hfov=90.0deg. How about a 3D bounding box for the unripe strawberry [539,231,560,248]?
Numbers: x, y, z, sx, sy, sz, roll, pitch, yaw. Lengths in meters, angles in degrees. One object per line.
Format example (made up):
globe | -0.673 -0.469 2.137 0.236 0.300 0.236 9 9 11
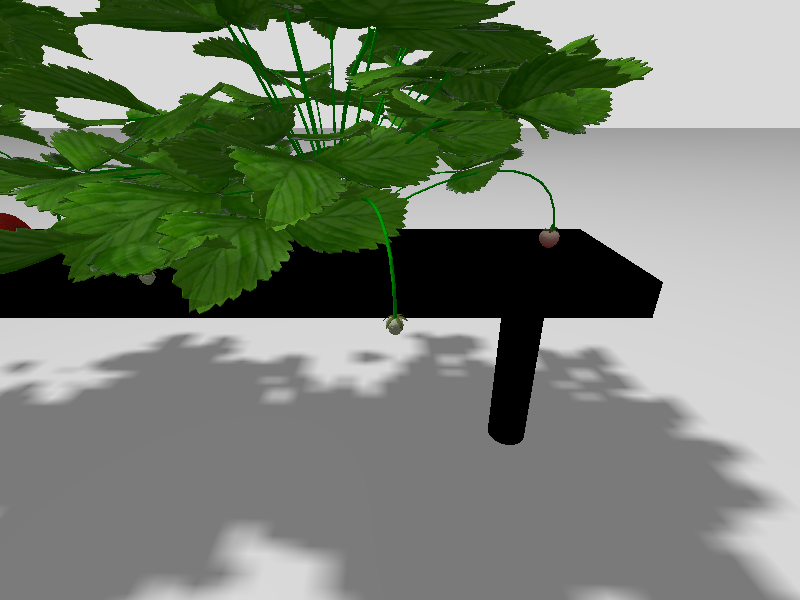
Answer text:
unripe strawberry | 0.133 -0.054 0.357 0.017 0.016 0.015 0 25 1

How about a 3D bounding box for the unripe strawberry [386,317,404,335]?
unripe strawberry | -0.003 0.013 0.197 0.009 0.010 0.010 -7 26 -15

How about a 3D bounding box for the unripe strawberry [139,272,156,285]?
unripe strawberry | -0.178 -0.015 0.282 0.010 0.010 0.009 -17 30 -32

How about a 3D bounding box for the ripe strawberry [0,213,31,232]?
ripe strawberry | -0.333 -0.054 0.337 0.036 0.036 0.040 4 25 6
